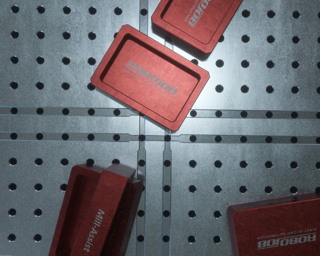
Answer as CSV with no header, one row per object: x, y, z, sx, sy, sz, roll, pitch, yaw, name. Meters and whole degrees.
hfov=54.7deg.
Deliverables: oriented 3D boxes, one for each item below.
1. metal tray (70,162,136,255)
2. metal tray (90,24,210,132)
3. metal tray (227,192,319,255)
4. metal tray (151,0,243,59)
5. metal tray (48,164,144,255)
-0.070,0.111,0.378,0.030,0.090,0.129,21,89,1,metal tray
-0.012,-0.064,0.410,0.130,0.030,0.090,31,90,-1,metal tray
0.163,0.142,0.413,0.131,0.030,0.089,-9,90,-1,metal tray
0.058,-0.171,0.411,0.090,0.030,0.130,31,90,-1,metal tray
-0.082,0.120,0.397,0.090,0.030,0.129,15,90,15,metal tray
